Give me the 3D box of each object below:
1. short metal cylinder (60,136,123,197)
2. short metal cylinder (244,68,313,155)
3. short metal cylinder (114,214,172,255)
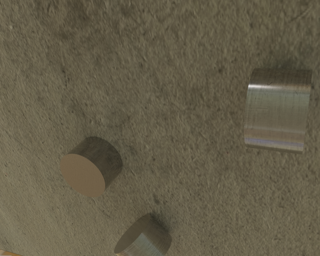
[{"bbox_3d":[-0.106,0.060,0.482,0.080,0.050,0.079,13,124,20],"label":"short metal cylinder"},{"bbox_3d":[0.115,-0.017,0.300,0.050,0.080,0.079,7,122,24],"label":"short metal cylinder"},{"bbox_3d":[-0.027,0.187,0.500,0.050,0.080,0.080,47,129,-5],"label":"short metal cylinder"}]
